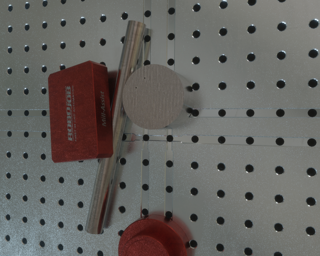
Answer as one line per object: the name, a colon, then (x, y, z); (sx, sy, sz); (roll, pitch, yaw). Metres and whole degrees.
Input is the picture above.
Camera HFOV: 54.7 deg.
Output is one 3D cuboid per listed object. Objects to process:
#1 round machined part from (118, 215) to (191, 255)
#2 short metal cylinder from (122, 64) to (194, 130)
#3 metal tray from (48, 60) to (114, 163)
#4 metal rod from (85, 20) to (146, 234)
round machined part: (-0.012, 0.168, 0.408); (0.098, 0.042, 0.097); (0, 90, 20)
short metal cylinder: (-0.001, -0.038, 0.400); (0.080, 0.050, 0.080); (0, 90, 20)
metal tray: (-0.113, -0.019, 0.434); (0.090, 0.030, 0.129); (-9, 82, 32)
metal rod: (-0.063, 0.002, 0.434); (0.025, 0.025, 0.298); (14, 95, 19)
